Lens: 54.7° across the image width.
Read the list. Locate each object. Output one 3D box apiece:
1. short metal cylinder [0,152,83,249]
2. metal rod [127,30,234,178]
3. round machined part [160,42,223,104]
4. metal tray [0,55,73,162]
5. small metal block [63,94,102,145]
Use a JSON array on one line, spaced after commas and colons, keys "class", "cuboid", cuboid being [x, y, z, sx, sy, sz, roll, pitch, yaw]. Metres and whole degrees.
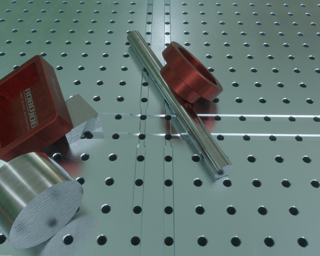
[{"class": "short metal cylinder", "cuboid": [-0.126, 0.071, 0.311, 0.050, 0.080, 0.080, 35, 58, 25]}, {"class": "metal rod", "cuboid": [0.015, -0.054, 0.452, 0.025, 0.025, 0.300, -19, 53, -15]}, {"class": "round machined part", "cuboid": [0.039, -0.072, 0.436, 0.042, 0.098, 0.098, -45, 52, 20]}, {"class": "metal tray", "cuboid": [-0.172, -0.027, 0.401, 0.090, 0.030, 0.130, -33, 54, 5]}, {"class": "small metal block", "cuboid": [-0.116, -0.012, 0.417, 0.050, 0.025, 0.050, -33, 58, -25]}]
